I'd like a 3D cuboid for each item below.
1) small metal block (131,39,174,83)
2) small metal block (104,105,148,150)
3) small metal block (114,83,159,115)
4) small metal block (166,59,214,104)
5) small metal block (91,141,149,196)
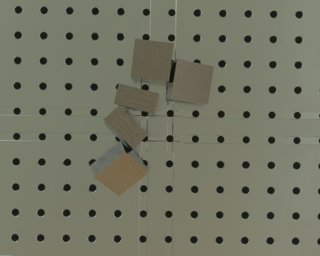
[{"bbox_3d":[-0.010,-0.088,0.413,0.050,0.025,0.050,7,90,0],"label":"small metal block"},{"bbox_3d":[-0.045,0.002,0.399,0.025,0.050,0.050,-44,90,-12],"label":"small metal block"},{"bbox_3d":[-0.029,-0.036,0.401,0.050,0.050,0.025,14,90,0],"label":"small metal block"},{"bbox_3d":[0.039,-0.060,0.408,0.050,0.025,0.050,9,90,-13],"label":"small metal block"},{"bbox_3d":[-0.051,0.053,0.399,0.050,0.025,0.050,-39,127,4],"label":"small metal block"}]
